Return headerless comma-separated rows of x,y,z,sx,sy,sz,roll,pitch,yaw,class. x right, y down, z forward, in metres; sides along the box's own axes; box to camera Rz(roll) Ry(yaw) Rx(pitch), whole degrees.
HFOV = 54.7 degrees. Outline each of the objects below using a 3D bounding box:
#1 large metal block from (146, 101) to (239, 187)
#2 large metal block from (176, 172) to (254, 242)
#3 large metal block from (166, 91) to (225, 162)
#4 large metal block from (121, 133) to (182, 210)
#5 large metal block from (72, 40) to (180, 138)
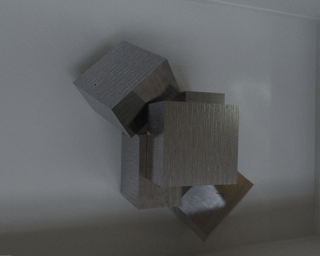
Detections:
0.033,0.015,0.322,0.081,0.050,0.080,2,90,-20,large metal block
0.067,0.094,0.396,0.080,0.080,0.050,-43,69,-15,large metal block
0.038,-0.001,0.392,0.050,0.080,0.080,1,90,-20,large metal block
-0.013,0.047,0.375,0.050,0.080,0.080,1,90,-20,large metal block
-0.038,-0.047,0.358,0.080,0.080,0.050,-45,139,-15,large metal block
